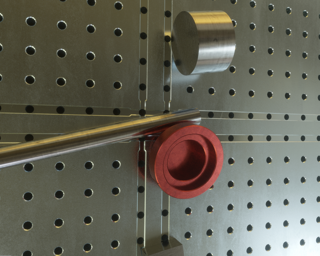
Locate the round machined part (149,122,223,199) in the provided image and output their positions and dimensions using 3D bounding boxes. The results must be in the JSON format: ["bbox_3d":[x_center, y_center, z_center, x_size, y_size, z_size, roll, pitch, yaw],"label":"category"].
[{"bbox_3d":[0.031,0.040,0.410,0.099,0.042,0.097,-5,104,-22],"label":"round machined part"}]

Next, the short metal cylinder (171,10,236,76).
[{"bbox_3d":[0.054,-0.111,0.404,0.050,0.080,0.079,-9,94,-20],"label":"short metal cylinder"}]

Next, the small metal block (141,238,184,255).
[{"bbox_3d":[0.006,0.184,0.416,0.050,0.025,0.050,-10,94,-20],"label":"small metal block"}]

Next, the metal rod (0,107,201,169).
[{"bbox_3d":[-0.088,0.014,0.380,0.302,0.025,0.025,-12,95,-20],"label":"metal rod"}]
